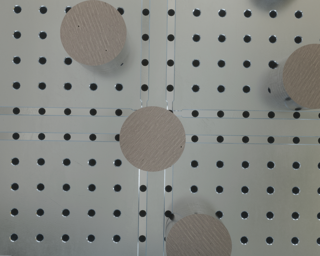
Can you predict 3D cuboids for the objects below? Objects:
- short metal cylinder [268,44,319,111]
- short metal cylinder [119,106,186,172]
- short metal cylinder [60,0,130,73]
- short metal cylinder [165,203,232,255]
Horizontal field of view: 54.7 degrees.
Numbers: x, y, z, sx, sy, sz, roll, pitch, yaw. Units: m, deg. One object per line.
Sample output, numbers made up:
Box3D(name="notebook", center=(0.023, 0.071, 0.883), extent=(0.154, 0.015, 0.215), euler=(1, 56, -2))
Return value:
Box3D(name="short metal cylinder", center=(0.190, -0.063, 0.402), extent=(0.081, 0.050, 0.079), euler=(0, 90, 0))
Box3D(name="short metal cylinder", center=(-0.009, 0.013, 0.401), extent=(0.081, 0.050, 0.079), euler=(0, 90, 0))
Box3D(name="short metal cylinder", center=(-0.081, -0.115, 0.400), extent=(0.081, 0.050, 0.079), euler=(0, 90, 0))
Box3D(name="short metal cylinder", center=(0.047, 0.144, 0.401), extent=(0.081, 0.050, 0.079), euler=(0, 90, 0))
